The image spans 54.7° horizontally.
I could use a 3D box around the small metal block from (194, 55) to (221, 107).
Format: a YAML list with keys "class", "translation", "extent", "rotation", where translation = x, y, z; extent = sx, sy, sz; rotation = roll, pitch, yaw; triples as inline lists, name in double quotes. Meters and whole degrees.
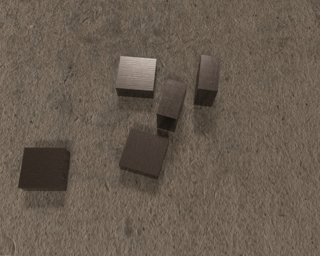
- class: "small metal block"
  translation: [0.063, -0.063, 0.419]
  extent: [0.025, 0.050, 0.050]
  rotation: [7, 70, 2]

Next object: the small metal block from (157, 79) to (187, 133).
- class: "small metal block"
  translation: [0.015, -0.028, 0.405]
  extent: [0.025, 0.050, 0.050]
  rotation: [16, 71, 5]

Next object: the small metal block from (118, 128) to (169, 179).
- class: "small metal block"
  translation: [-0.020, 0.033, 0.396]
  extent: [0.050, 0.025, 0.050]
  rotation: [16, 71, 5]

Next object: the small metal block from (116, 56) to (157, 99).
- class: "small metal block"
  translation: [-0.032, -0.071, 0.434]
  extent: [0.050, 0.025, 0.050]
  rotation: [5, 70, 1]

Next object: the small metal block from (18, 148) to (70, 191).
- class: "small metal block"
  translation: [-0.143, 0.052, 0.387]
  extent: [0.050, 0.025, 0.050]
  rotation: [0, 70, 0]
